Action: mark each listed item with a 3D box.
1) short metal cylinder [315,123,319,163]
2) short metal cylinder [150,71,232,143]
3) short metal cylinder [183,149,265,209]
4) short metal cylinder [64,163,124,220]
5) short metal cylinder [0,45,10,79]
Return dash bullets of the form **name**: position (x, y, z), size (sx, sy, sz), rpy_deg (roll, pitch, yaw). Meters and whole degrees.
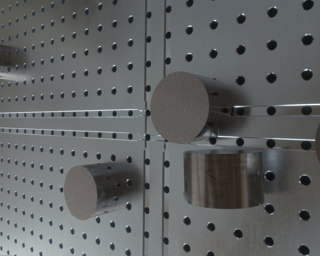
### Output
- **short metal cylinder**: position (0.175, 0.012, 0.249), size (0.080, 0.050, 0.079), rpy_deg (0, 90, 39)
- **short metal cylinder**: position (0.036, -0.023, 0.362), size (0.080, 0.050, 0.079), rpy_deg (0, 90, 39)
- **short metal cylinder**: position (0.065, 0.049, 0.319), size (0.080, 0.081, 0.050), rpy_deg (-2, 89, 39)
- **short metal cylinder**: position (-0.102, 0.095, 0.475), size (0.080, 0.050, 0.079), rpy_deg (0, 90, 39)
- **short metal cylinder**: position (-0.387, -0.155, 0.707), size (0.080, 0.050, 0.079), rpy_deg (0, 90, 39)
